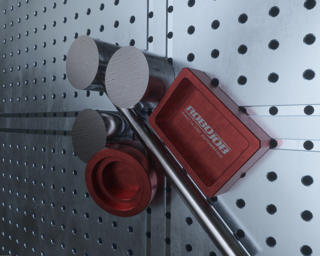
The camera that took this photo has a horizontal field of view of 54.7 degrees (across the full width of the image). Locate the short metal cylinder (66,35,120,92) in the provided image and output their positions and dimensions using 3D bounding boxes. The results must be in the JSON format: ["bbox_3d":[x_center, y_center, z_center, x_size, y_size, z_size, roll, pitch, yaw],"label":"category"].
[{"bbox_3d":[-0.100,-0.097,0.476,0.080,0.050,0.080,0,90,40],"label":"short metal cylinder"}]

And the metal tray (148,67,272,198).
[{"bbox_3d":[0.051,0.003,0.363,0.130,0.030,0.090,51,120,27],"label":"metal tray"}]

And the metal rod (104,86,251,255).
[{"bbox_3d":[0.008,0.043,0.403,0.300,0.025,0.025,52,120,27],"label":"metal rod"}]

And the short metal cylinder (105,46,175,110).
[{"bbox_3d":[-0.028,-0.065,0.415,0.080,0.050,0.080,0,90,40],"label":"short metal cylinder"}]

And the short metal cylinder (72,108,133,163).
[{"bbox_3d":[-0.087,0.011,0.465,0.080,0.050,0.080,0,90,40],"label":"short metal cylinder"}]

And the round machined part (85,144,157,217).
[{"bbox_3d":[-0.049,0.068,0.425,0.098,0.042,0.097,6,107,19],"label":"round machined part"}]
